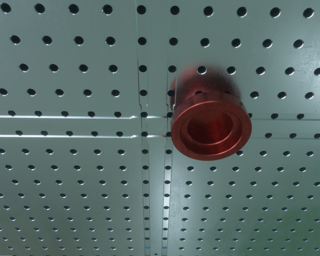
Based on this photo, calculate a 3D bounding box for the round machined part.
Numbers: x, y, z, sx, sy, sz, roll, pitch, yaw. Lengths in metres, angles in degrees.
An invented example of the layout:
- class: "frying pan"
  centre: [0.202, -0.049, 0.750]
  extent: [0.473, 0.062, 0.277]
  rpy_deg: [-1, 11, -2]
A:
- class: "round machined part"
  centre: [0.063, -0.007, 0.395]
  extent: [0.099, 0.042, 0.097]
  rpy_deg: [0, 130, 0]
